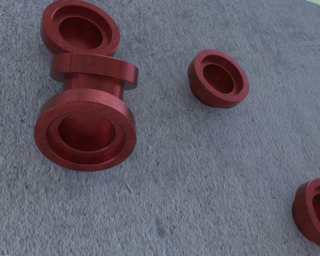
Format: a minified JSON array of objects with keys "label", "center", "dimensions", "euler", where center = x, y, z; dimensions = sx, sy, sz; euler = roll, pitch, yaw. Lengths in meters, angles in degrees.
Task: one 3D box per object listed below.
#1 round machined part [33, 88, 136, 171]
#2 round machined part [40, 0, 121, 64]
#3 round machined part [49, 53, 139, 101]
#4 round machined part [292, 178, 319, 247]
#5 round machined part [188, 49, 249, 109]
[{"label":"round machined part","center":[-0.075,-0.002,0.321],"dimensions":[0.099,0.097,0.042],"euler":[15,39,-20]},{"label":"round machined part","center":[-0.106,-0.118,0.408],"dimensions":[0.099,0.042,0.098],"euler":[14,56,-21]},{"label":"round machined part","center":[-0.075,-0.052,0.356],"dimensions":[0.099,0.098,0.042],"euler":[6,87,-25]},{"label":"round machined part","center":[0.229,0.124,0.440],"dimensions":[0.099,0.042,0.098],"euler":[14,56,-21]},{"label":"round machined part","center":[0.086,-0.071,0.482],"dimensions":[0.099,0.042,0.098],"euler":[14,56,-21]}]
